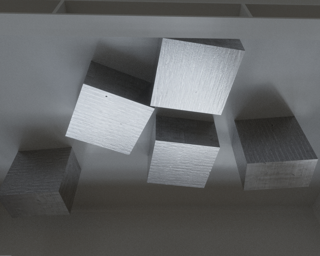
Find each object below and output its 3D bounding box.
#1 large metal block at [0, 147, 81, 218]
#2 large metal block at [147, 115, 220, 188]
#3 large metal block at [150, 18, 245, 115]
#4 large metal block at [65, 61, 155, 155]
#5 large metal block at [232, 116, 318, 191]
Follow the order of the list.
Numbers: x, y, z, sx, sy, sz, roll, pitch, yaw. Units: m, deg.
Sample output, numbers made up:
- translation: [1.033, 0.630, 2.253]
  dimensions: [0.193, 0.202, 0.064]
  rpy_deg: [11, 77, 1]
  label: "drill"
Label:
- translation: [-0.164, 0.075, 0.435]
  dimensions: [0.080, 0.080, 0.050]
  rpy_deg: [-5, 130, 3]
  label: "large metal block"
- translation: [0.028, 0.033, 0.422]
  dimensions: [0.081, 0.050, 0.079]
  rpy_deg: [7, 130, -6]
  label: "large metal block"
- translation: [0.036, -0.065, 0.338]
  dimensions: [0.081, 0.050, 0.079]
  rpy_deg: [7, 130, -7]
  label: "large metal block"
- translation: [-0.059, -0.022, 0.373]
  dimensions: [0.081, 0.050, 0.079]
  rpy_deg: [19, 128, -16]
  label: "large metal block"
- translation: [0.143, 0.031, 0.402]
  dimensions: [0.080, 0.080, 0.050]
  rpy_deg: [-4, 130, 3]
  label: "large metal block"
